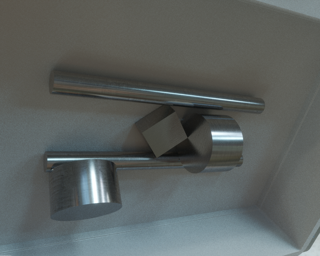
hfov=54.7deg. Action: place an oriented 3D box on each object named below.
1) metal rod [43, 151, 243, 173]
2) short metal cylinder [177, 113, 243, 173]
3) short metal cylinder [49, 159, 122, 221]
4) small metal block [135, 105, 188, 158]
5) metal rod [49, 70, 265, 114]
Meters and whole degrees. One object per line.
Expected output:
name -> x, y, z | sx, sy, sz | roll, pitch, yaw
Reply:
metal rod -> -0.002, 0.045, 0.435 | 0.303, 0.025, 0.025 | 3, 117, -30
short metal cylinder -> 0.066, 0.021, 0.422 | 0.050, 0.080, 0.079 | 2, 118, -30
short metal cylinder -> -0.088, 0.075, 0.367 | 0.081, 0.050, 0.080 | -10, 155, -5
small metal block -> 0.002, 0.004, 0.412 | 0.050, 0.025, 0.050 | -33, 129, -7
metal rod -> 0.019, -0.040, 0.393 | 0.303, 0.025, 0.025 | 3, 117, -30
